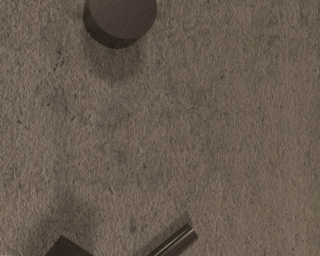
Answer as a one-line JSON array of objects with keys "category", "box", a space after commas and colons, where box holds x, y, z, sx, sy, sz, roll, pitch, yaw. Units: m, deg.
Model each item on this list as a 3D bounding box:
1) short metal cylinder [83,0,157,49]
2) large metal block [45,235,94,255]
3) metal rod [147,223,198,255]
[{"category": "short metal cylinder", "box": [-0.050, -0.142, 0.378, 0.081, 0.050, 0.079, 0, 90, -21]}, {"category": "large metal block", "box": [-0.112, 0.177, 0.339, 0.050, 0.080, 0.080, 41, 77, -16]}, {"category": "metal rod", "box": [-0.075, 0.222, 0.382, 0.302, 0.025, 0.025, -34, 101, -17]}]
